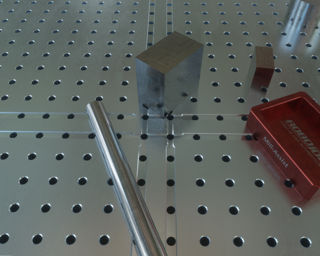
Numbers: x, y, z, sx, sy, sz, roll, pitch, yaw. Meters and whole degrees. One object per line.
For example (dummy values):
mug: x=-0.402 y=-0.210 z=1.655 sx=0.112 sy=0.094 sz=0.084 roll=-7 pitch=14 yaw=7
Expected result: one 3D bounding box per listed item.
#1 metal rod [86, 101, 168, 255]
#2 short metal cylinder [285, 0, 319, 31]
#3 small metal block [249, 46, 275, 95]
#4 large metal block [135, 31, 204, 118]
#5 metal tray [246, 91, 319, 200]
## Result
metal rod: x=-0.032 y=0.077 z=0.342 sx=0.025 sy=0.025 sz=0.300 roll=-18 pitch=52 yaw=-15
short metal cylinder: x=0.285 y=-0.227 z=0.584 sx=0.080 sy=0.050 sz=0.080 roll=0 pitch=50 yaw=0
small metal block: x=0.151 y=-0.086 z=0.465 sx=0.025 sy=0.050 sz=0.050 roll=7 pitch=51 yaw=6
large metal block: x=0.013 y=-0.075 z=0.435 sx=0.050 sy=0.080 sz=0.080 roll=34 pitch=58 yaw=25
metal tray: x=0.183 y=0.015 z=0.392 sx=0.091 sy=0.030 sz=0.130 roll=-18 pitch=52 yaw=-15
